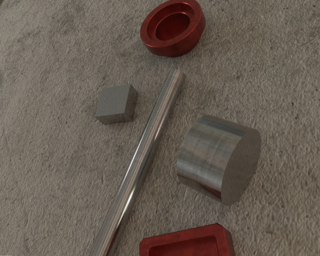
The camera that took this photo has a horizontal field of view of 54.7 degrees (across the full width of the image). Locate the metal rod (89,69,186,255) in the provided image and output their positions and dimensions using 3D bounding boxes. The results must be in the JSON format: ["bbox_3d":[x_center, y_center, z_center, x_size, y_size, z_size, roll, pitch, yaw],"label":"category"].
[{"bbox_3d":[-0.029,0.054,0.385,0.025,0.025,0.300,9,66,32],"label":"metal rod"}]

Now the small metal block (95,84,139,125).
[{"bbox_3d":[-0.063,-0.034,0.458,0.050,0.025,0.050,-6,59,25],"label":"small metal block"}]

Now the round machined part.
[{"bbox_3d":[0.023,-0.147,0.471,0.098,0.042,0.098,-13,56,21],"label":"round machined part"}]

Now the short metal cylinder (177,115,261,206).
[{"bbox_3d":[0.062,0.032,0.317,0.050,0.080,0.080,21,73,36],"label":"short metal cylinder"}]

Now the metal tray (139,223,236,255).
[{"bbox_3d":[0.030,0.163,0.284,0.090,0.030,0.130,-18,55,17],"label":"metal tray"}]
